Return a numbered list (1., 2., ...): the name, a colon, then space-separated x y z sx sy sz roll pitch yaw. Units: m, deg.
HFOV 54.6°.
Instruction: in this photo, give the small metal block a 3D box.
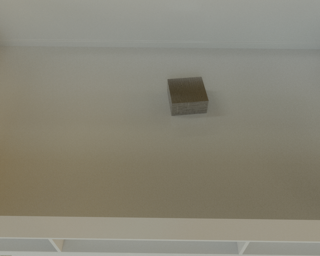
1. small metal block: 0.038 -0.046 0.444 0.050 0.025 0.050 -5 50 -4
